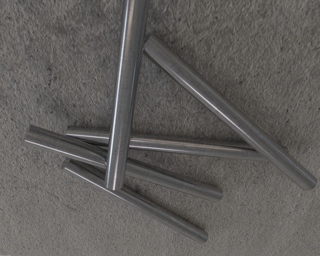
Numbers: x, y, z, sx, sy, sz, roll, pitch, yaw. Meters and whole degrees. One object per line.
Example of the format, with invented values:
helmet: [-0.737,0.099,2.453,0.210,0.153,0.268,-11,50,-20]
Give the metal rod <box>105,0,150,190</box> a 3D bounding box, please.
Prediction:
metal rod: [-0.035,-0.054,0.329,0.025,0.025,0.298,7,120,-6]

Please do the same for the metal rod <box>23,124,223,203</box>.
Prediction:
metal rod: [-0.032,0.058,0.433,0.302,0.025,0.025,22,127,-26]

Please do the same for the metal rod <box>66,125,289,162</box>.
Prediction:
metal rod: [0.027,0.023,0.426,0.302,0.025,0.025,6,130,-5]

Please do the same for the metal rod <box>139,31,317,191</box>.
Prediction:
metal rod: [0.096,-0.008,0.381,0.301,0.025,0.025,37,121,-21]

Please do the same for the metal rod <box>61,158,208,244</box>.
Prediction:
metal rod: [-0.027,0.128,0.515,0.301,0.025,0.025,36,121,-27]
